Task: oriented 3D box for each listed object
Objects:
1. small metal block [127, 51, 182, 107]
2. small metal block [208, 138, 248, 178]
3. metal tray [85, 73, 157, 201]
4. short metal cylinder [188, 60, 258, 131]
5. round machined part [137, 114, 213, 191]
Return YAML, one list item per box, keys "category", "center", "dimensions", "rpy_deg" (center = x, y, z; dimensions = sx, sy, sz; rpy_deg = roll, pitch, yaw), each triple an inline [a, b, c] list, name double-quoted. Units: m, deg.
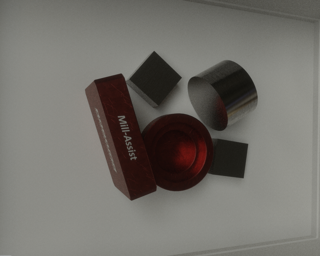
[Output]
- category: "small metal block"
  center: [-0.009, -0.063, 0.406]
  dimensions: [0.050, 0.025, 0.050]
  rpy_deg: [42, 77, -14]
- category: "small metal block"
  center: [0.095, 0.043, 0.445]
  dimensions: [0.050, 0.025, 0.050]
  rpy_deg: [10, 86, -19]
- category: "metal tray"
  center: [-0.048, 0.009, 0.357]
  dimensions: [0.030, 0.090, 0.129]
  rpy_deg: [-18, 96, -19]
- category: "short metal cylinder"
  center: [0.081, -0.043, 0.411]
  dimensions: [0.050, 0.080, 0.080]
  rpy_deg: [-31, 101, -18]
- category: "round machined part"
  center: [0.017, 0.030, 0.406]
  dimensions: [0.099, 0.042, 0.097]
  rpy_deg: [0, 90, -21]
